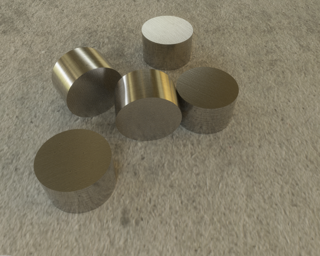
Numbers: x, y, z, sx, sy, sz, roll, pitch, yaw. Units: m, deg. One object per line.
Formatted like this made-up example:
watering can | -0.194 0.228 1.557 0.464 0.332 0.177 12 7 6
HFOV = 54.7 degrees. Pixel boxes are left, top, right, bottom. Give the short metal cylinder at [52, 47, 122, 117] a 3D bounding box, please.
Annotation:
short metal cylinder | -0.097 -0.061 0.417 0.081 0.080 0.050 -27 55 -21

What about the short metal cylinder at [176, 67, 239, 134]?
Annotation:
short metal cylinder | 0.061 -0.038 0.419 0.081 0.050 0.080 1 50 -1

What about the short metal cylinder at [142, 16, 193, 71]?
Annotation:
short metal cylinder | 0.012 -0.139 0.504 0.081 0.050 0.080 0 50 0

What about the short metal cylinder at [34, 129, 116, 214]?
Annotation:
short metal cylinder | -0.092 0.047 0.346 0.081 0.050 0.080 0 50 0

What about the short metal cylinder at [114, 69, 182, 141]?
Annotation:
short metal cylinder | -0.016 -0.027 0.390 0.081 0.080 0.050 -5 51 -5
